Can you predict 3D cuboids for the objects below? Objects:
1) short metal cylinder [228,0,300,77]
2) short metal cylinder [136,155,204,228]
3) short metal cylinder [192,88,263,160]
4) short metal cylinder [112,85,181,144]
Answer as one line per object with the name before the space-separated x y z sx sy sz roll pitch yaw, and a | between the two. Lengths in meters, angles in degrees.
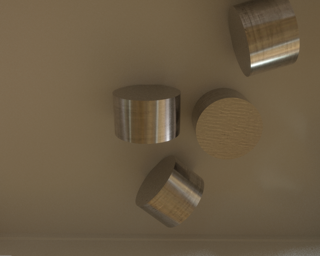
short metal cylinder | 0.113 -0.103 0.345 0.050 0.080 0.080 -16 110 6
short metal cylinder | 0.013 0.084 0.413 0.050 0.080 0.080 39 105 -13
short metal cylinder | 0.083 -0.007 0.396 0.081 0.050 0.079 0 110 0
short metal cylinder | -0.015 -0.019 0.375 0.081 0.080 0.050 0 110 0
